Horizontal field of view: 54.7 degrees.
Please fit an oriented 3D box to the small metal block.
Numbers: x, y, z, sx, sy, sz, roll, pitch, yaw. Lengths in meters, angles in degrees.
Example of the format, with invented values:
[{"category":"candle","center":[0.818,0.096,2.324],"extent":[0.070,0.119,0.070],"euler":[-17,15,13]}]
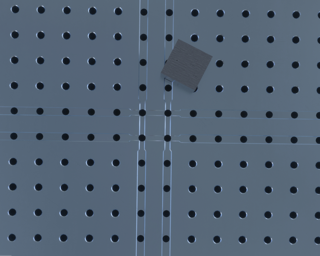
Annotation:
[{"category":"small metal block","center":[0.035,-0.082,0.414],"extent":[0.050,0.025,0.050],"euler":[27,90,-1]}]
